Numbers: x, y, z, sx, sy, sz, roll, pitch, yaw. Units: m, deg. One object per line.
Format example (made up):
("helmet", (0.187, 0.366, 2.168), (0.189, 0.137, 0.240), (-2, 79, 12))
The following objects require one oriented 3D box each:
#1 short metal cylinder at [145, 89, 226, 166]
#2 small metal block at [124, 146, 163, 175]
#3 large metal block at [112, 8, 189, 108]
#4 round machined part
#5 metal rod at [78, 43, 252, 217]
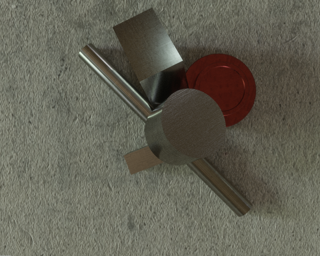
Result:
("short metal cylinder", (0.029, 0.000, 0.362), (0.081, 0.050, 0.080), (7, 72, -22))
("small metal block", (-0.016, 0.036, 0.399), (0.050, 0.050, 0.025), (-21, 90, -1))
("large metal block", (-0.008, -0.079, 0.373), (0.050, 0.080, 0.080), (-26, 68, 1))
("round machined part", (0.077, -0.049, 0.403), (0.099, 0.042, 0.097), (0, 90, -1))
("metal rod", (0.007, 0.003, 0.412), (0.025, 0.025, 0.300), (-45, 91, 0))
